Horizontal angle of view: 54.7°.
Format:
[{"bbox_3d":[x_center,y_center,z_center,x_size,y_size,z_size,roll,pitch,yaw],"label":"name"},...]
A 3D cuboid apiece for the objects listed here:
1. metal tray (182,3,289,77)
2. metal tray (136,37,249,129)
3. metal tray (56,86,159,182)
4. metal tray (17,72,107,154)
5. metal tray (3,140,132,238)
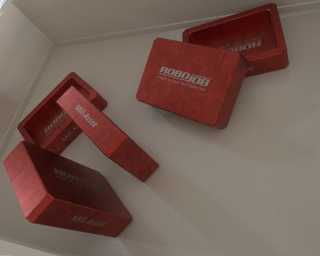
[{"bbox_3d":[0.096,-0.109,0.417,0.130,0.030,0.090,-11,57,21],"label":"metal tray"},{"bbox_3d":[0.036,-0.060,0.399,0.130,0.030,0.089,22,96,35],"label":"metal tray"},{"bbox_3d":[-0.067,0.006,0.393,0.030,0.090,0.130,-47,52,-5],"label":"metal tray"},{"bbox_3d":[-0.157,-0.020,0.494,0.130,0.030,0.090,-47,52,-5],"label":"metal tray"},{"bbox_3d":[-0.097,0.071,0.343,0.030,0.130,0.090,-49,51,3],"label":"metal tray"}]
